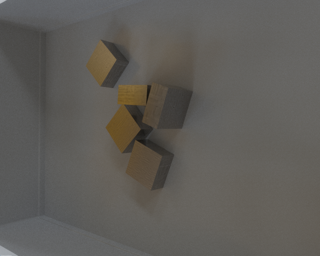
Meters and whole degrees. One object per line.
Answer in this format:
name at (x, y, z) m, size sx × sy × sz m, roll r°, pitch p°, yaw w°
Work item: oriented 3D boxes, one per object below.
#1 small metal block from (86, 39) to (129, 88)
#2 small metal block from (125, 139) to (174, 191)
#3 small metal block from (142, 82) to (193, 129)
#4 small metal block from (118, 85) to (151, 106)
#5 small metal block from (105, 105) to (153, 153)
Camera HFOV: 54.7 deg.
small metal block at (-0.081, -0.097, 0.471) m, size 0.050 × 0.025 × 0.050 m, roll 52°, pitch 120°, yaw 27°
small metal block at (-0.014, 0.048, 0.417) m, size 0.050 × 0.025 × 0.050 m, roll 28°, pitch 107°, yaw 36°
small metal block at (0.010, -0.026, 0.381) m, size 0.025 × 0.050 × 0.050 m, roll 25°, pitch 106°, yaw 37°
small metal block at (-0.019, -0.041, 0.404) m, size 0.050 × 0.050 × 0.025 m, roll 7°, pitch 94°, yaw 39°
small metal block at (-0.045, 0.000, 0.441) m, size 0.050 × 0.025 × 0.050 m, roll -50°, pitch 61°, yaw 28°
